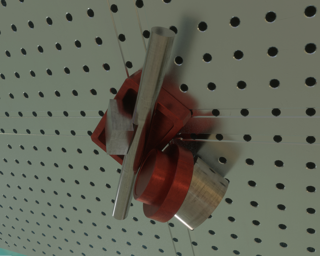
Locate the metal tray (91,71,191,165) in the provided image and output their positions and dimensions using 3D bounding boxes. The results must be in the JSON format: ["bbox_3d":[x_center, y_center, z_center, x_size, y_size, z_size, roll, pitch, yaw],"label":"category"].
[{"bbox_3d":[-0.030,-0.001,0.421,0.090,0.030,0.129,40,129,0],"label":"metal tray"}]

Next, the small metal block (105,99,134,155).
[{"bbox_3d":[-0.053,-0.001,0.393,0.025,0.050,0.050,2,140,-18],"label":"small metal block"}]

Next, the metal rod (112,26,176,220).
[{"bbox_3d":[-0.030,0.019,0.398,0.025,0.025,0.298,25,127,12],"label":"metal rod"}]

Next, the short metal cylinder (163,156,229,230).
[{"bbox_3d":[0.043,0.083,0.402,0.050,0.080,0.080,40,129,1],"label":"short metal cylinder"}]

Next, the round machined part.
[{"bbox_3d":[-0.001,0.064,0.389,0.042,0.098,0.097,24,130,-14],"label":"round machined part"}]
